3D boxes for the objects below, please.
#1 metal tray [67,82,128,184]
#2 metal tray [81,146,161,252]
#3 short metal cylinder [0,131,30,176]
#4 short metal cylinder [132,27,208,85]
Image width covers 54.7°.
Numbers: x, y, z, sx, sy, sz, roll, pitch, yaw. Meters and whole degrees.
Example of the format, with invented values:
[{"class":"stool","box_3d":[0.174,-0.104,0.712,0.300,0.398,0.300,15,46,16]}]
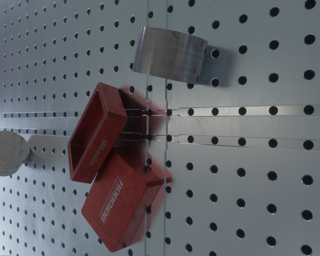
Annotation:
[{"class":"metal tray","box_3d":[-0.098,0.008,0.465,0.129,0.030,0.090,-57,34,24]},{"class":"metal tray","box_3d":[-0.062,0.104,0.457,0.090,0.030,0.129,40,114,32]},{"class":"short metal cylinder","box_3d":[-0.318,0.052,0.637,0.050,0.081,0.080,-45,63,31]},{"class":"short metal cylinder","box_3d":[0.012,-0.084,0.364,0.080,0.081,0.050,20,103,38]}]
